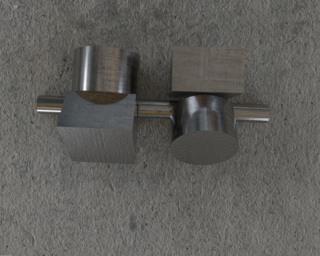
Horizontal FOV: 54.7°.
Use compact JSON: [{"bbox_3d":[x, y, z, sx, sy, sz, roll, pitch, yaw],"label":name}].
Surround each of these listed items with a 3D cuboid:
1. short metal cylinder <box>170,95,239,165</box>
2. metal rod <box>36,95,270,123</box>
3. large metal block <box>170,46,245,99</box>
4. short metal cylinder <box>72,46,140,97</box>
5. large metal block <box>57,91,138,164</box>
[{"bbox_3d":[0.053,0.004,0.378,0.081,0.080,0.050,2,55,0],"label":"short metal cylinder"},{"bbox_3d":[-0.008,-0.025,0.413,0.302,0.025,0.025,2,90,-1],"label":"metal rod"},{"bbox_3d":[0.054,-0.065,0.384,0.081,0.080,0.050,1,90,0],"label":"large metal block"},{"bbox_3d":[-0.066,-0.066,0.383,0.080,0.080,0.050,3,90,0],"label":"short metal cylinder"},{"bbox_3d":[-0.070,0.002,0.377,0.081,0.080,0.050,3,56,-1],"label":"large metal block"}]
